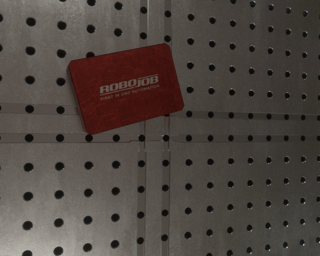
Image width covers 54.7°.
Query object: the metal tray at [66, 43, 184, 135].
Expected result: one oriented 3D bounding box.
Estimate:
[{"bbox_3d":[-0.042,-0.051,0.395,0.131,0.030,0.089,-16,96,-20],"label":"metal tray"}]
